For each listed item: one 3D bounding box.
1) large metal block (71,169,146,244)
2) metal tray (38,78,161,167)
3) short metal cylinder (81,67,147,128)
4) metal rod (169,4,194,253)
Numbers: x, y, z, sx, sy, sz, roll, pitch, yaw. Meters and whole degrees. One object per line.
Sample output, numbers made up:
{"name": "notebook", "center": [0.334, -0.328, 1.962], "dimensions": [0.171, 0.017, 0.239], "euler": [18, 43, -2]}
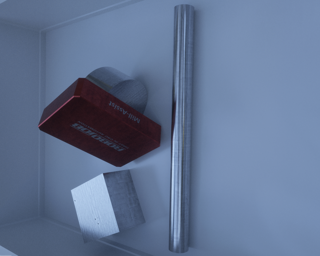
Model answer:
{"name": "large metal block", "center": [-0.077, 0.114, 0.452], "dimensions": [0.080, 0.050, 0.080], "euler": [-30, 72, 35]}
{"name": "metal tray", "center": [-0.074, 0.000, 0.399], "dimensions": [0.090, 0.130, 0.030], "euler": [-30, 42, 36]}
{"name": "short metal cylinder", "center": [-0.064, -0.037, 0.422], "dimensions": [0.050, 0.081, 0.079], "euler": [33, 110, 35]}
{"name": "metal rod", "center": [0.026, 0.002, 0.383], "dimensions": [0.025, 0.025, 0.298], "euler": [2, 91, 39]}
